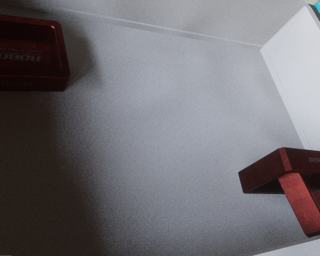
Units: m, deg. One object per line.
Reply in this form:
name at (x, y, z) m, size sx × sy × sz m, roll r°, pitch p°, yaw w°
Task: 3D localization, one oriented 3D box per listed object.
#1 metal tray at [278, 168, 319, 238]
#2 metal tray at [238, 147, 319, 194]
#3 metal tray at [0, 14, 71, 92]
metal tray at (0.220, 0.092, 0.436) m, size 0.131 × 0.030 × 0.090 m, roll 2°, pitch 60°, yaw -48°
metal tray at (0.188, 0.063, 0.428) m, size 0.131 × 0.090 × 0.030 m, roll 7°, pitch 58°, yaw -25°
metal tray at (-0.179, -0.088, 0.360) m, size 0.131 × 0.030 × 0.090 m, roll -3°, pitch 63°, yaw -30°
